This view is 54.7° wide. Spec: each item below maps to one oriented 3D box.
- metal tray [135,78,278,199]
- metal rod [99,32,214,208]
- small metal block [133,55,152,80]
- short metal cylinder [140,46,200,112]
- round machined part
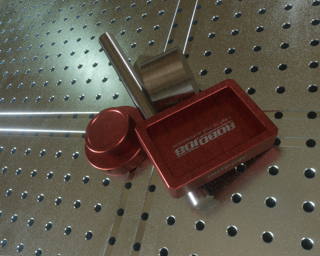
[{"bbox_3d":[0.050,0.008,0.346,0.131,0.030,0.090,-27,59,-9],"label":"metal tray"},{"bbox_3d":[-0.019,-0.030,0.413,0.025,0.025,0.299,-34,59,5],"label":"metal rod"},{"bbox_3d":[-0.016,-0.081,0.465,0.050,0.025,0.050,14,69,33],"label":"small metal block"},{"bbox_3d":[0.016,-0.058,0.399,0.050,0.080,0.080,-23,54,14],"label":"short metal cylinder"},{"bbox_3d":[-0.062,0.010,0.421,0.098,0.042,0.098,-13,56,20],"label":"round machined part"}]
